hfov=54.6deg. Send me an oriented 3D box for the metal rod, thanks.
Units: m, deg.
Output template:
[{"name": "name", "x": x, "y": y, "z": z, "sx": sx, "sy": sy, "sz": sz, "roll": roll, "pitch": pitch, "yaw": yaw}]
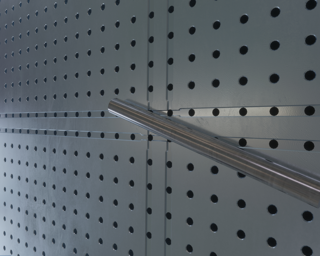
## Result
[{"name": "metal rod", "x": 0.041, "y": 0.015, "z": 0.376, "sx": 0.300, "sy": 0.025, "sz": 0.025, "roll": 24, "pitch": 105, "yaw": 37}]
